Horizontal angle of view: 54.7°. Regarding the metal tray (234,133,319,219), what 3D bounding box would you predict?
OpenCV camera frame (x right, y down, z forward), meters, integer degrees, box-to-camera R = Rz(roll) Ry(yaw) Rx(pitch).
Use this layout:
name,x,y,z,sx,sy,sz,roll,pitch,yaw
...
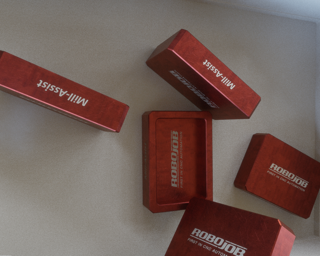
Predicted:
name,x,y,z,sx,sy,sz,roll,pitch,yaw
metal tray,0.187,0.074,0.477,0.131,0.030,0.090,27,81,-18

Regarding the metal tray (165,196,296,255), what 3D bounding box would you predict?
name,x,y,z,sx,sy,sz,roll,pitch,yaw
metal tray,0.069,0.133,0.340,0.030,0.130,0.090,39,69,-29

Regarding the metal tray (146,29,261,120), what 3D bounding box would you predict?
name,x,y,z,sx,sy,sz,roll,pitch,yaw
metal tray,0.052,-0.061,0.394,0.130,0.090,0.030,37,78,-16

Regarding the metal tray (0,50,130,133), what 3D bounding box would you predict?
name,x,y,z,sx,sy,sz,roll,pitch,yaw
metal tray,-0.107,-0.033,0.336,0.131,0.090,0.030,23,83,-19

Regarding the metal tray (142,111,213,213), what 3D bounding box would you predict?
name,x,y,z,sx,sy,sz,roll,pitch,yaw
metal tray,0.024,0.042,0.416,0.091,0.030,0.129,-1,90,-20
